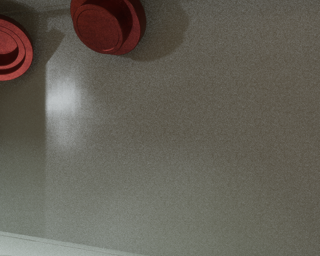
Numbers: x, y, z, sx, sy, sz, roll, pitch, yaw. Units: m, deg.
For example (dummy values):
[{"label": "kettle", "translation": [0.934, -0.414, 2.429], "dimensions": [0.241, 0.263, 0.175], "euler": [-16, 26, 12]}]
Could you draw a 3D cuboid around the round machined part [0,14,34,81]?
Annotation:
[{"label": "round machined part", "translation": [-0.245, -0.124, 0.469], "dimensions": [0.098, 0.098, 0.042], "euler": [-47, 38, 14]}]

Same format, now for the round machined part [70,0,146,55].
[{"label": "round machined part", "translation": [-0.071, -0.135, 0.397], "dimensions": [0.098, 0.097, 0.042], "euler": [13, 50, 12]}]
